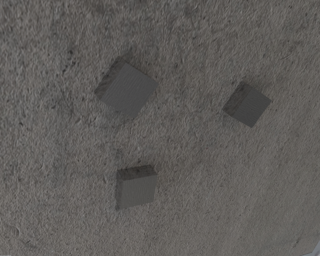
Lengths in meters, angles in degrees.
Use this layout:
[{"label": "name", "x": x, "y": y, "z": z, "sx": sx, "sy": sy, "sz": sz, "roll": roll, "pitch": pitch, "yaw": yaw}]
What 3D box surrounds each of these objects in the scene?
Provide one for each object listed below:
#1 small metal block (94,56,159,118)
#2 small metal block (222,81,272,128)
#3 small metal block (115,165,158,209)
[{"label": "small metal block", "x": -0.038, "y": -0.046, "z": 0.357, "sx": 0.050, "sy": 0.025, "sz": 0.050, "roll": 28, "pitch": 103, "yaw": -38}, {"label": "small metal block", "x": 0.128, "y": -0.034, "z": 0.456, "sx": 0.050, "sy": 0.025, "sz": 0.050, "roll": 23, "pitch": 106, "yaw": -37}, {"label": "small metal block", "x": -0.034, "y": 0.083, "z": 0.439, "sx": 0.050, "sy": 0.025, "sz": 0.050, "roll": -6, "pitch": 121, "yaw": -25}]
